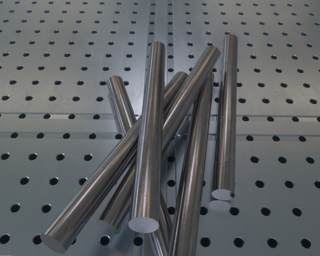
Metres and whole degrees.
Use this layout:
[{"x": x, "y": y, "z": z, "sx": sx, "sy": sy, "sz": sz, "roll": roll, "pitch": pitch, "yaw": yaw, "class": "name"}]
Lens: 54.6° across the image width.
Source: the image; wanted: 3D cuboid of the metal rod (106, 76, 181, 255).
[{"x": -0.024, "y": 0.041, "z": 0.373, "sx": 0.025, "sy": 0.025, "sz": 0.300, "roll": -13, "pitch": 51, "yaw": -11, "class": "metal rod"}]

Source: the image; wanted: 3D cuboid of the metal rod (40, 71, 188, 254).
[{"x": -0.027, "y": 0.011, "z": 0.364, "sx": 0.025, "sy": 0.025, "sz": 0.301, "roll": 19, "pitch": 42, "yaw": 15, "class": "metal rod"}]

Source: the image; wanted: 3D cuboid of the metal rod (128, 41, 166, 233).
[{"x": -0.008, "y": -0.021, "z": 0.364, "sx": 0.025, "sy": 0.025, "sz": 0.300, "roll": 1, "pitch": 42, "yaw": 1, "class": "metal rod"}]

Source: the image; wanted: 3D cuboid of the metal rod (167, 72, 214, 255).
[{"x": 0.043, "y": 0.025, "z": 0.369, "sx": 0.025, "sy": 0.025, "sz": 0.300, "roll": 8, "pitch": 45, "yaw": 7, "class": "metal rod"}]

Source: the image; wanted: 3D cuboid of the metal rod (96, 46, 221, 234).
[{"x": 0.015, "y": -0.010, "z": 0.382, "sx": 0.025, "sy": 0.025, "sz": 0.301, "roll": 20, "pitch": 53, "yaw": 16, "class": "metal rod"}]

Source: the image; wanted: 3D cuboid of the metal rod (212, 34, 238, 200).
[{"x": 0.096, "y": -0.039, "z": 0.440, "sx": 0.025, "sy": 0.025, "sz": 0.300, "roll": 8, "pitch": 50, "yaw": 6, "class": "metal rod"}]
